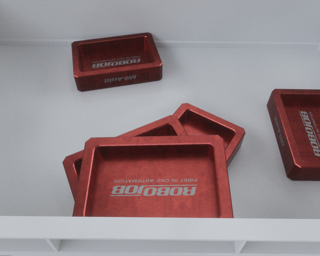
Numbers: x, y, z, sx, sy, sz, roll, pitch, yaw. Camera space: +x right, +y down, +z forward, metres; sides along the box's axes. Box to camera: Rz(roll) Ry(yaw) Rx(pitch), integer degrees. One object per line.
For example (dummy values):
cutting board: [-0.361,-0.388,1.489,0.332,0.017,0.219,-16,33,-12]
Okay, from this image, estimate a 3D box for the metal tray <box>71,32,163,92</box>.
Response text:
metal tray: [-0.069,-0.107,0.490,0.131,0.030,0.090,-10,51,-9]

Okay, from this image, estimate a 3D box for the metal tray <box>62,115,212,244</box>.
metal tray: [-0.023,0.048,0.321,0.131,0.030,0.090,-22,57,-12]

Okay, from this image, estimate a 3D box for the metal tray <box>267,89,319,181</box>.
metal tray: [0.199,0.005,0.400,0.091,0.030,0.130,1,50,0]

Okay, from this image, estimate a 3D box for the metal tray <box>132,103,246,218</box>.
metal tray: [0.034,0.034,0.373,0.090,0.030,0.131,27,55,20]

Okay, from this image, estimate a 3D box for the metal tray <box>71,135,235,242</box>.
metal tray: [-0.005,0.053,0.280,0.131,0.030,0.090,-1,55,3]
